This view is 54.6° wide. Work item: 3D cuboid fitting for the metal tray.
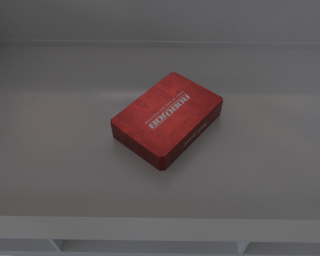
[{"bbox_3d":[0.011,-0.015,0.415,0.090,0.030,0.131,33,57,25],"label":"metal tray"}]
